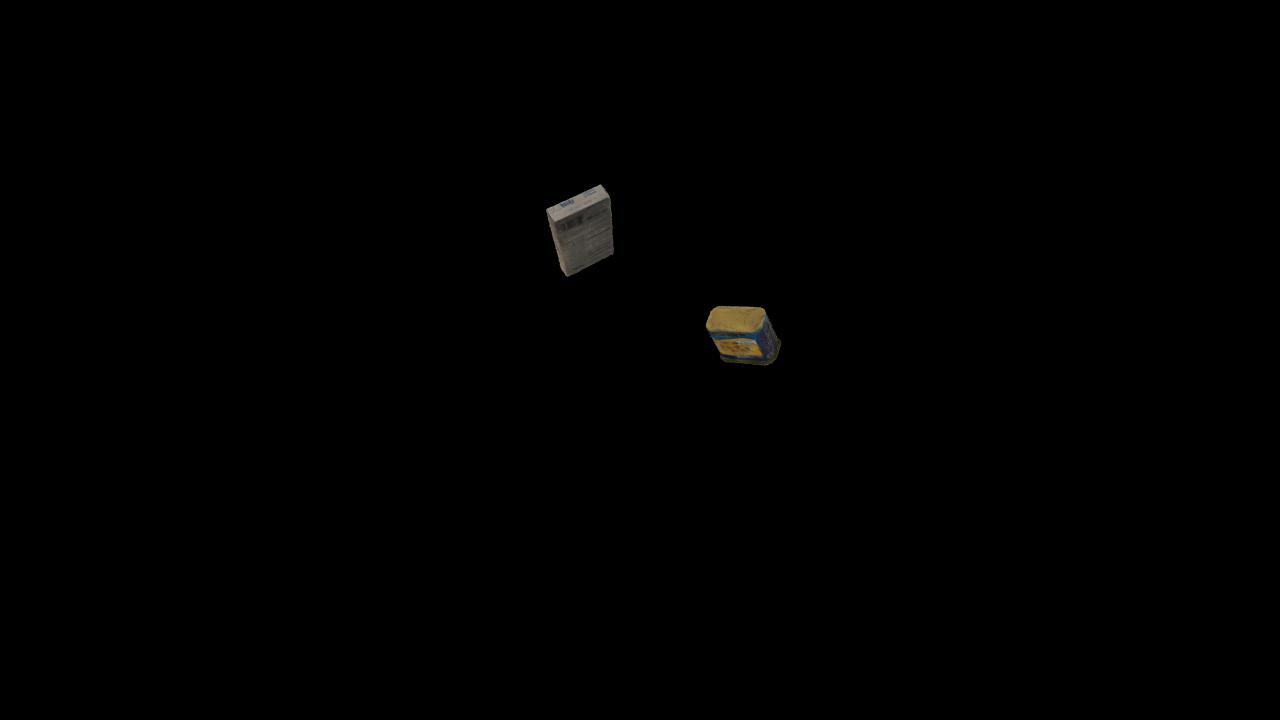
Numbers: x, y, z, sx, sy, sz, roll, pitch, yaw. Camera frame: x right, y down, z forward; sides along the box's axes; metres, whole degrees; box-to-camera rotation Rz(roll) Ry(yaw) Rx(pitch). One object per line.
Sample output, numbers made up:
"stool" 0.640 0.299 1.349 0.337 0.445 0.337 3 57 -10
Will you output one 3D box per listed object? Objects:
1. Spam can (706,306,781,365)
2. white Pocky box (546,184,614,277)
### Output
"Spam can" 0.165 -0.041 0.992 0.101 0.058 0.085 4 -32 34
"white Pocky box" -0.080 -0.177 0.863 0.084 0.028 0.154 -28 -16 -9
